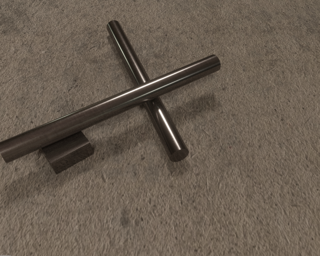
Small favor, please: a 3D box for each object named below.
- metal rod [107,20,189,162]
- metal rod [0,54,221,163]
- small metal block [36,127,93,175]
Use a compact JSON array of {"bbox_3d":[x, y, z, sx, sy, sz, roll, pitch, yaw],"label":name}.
[{"bbox_3d":[-0.030,-0.074,0.464,0.025,0.025,0.300,-16,52,-14],"label":"metal rod"},{"bbox_3d":[-0.048,-0.033,0.396,0.302,0.025,0.025,-26,55,-20],"label":"metal rod"},{"bbox_3d":[-0.119,0.021,0.384,0.050,0.025,0.050,-30,57,-23],"label":"small metal block"}]
